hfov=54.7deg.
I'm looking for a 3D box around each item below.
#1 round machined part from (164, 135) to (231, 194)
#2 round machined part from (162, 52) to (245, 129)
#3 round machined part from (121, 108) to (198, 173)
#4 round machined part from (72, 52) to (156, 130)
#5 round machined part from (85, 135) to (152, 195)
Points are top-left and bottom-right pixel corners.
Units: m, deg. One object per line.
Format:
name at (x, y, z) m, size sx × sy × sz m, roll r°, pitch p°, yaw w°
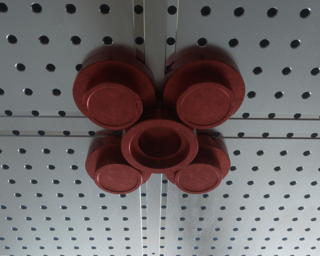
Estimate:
round machined part at (0.054, 0.059, 0.451) m, size 0.099 × 0.042 × 0.097 m, roll -1°, pitch 130°, yaw 0°
round machined part at (0.052, -0.037, 0.369) m, size 0.099 × 0.042 × 0.097 m, roll -1°, pitch 130°, yaw 0°
round machined part at (-0.001, 0.013, 0.409) m, size 0.099 × 0.042 × 0.097 m, roll -1°, pitch 130°, yaw 0°
round machined part at (-0.054, -0.036, 0.368) m, size 0.099 × 0.042 × 0.097 m, roll -1°, pitch 130°, yaw 0°
round machined part at (-0.059, 0.060, 0.451) m, size 0.099 × 0.042 × 0.097 m, roll -1°, pitch 130°, yaw 0°
